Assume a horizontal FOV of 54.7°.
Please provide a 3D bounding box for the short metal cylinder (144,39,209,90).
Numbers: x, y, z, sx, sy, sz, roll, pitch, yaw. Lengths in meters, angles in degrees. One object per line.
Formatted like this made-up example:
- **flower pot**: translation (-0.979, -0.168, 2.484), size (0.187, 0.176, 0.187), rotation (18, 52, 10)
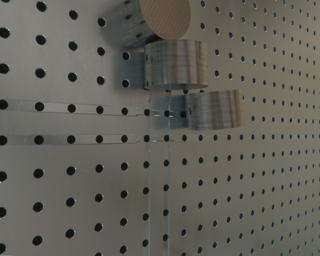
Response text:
- **short metal cylinder**: translation (0.020, -0.076, 0.390), size (0.081, 0.080, 0.050), rotation (-2, 92, -40)

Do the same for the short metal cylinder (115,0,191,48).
- **short metal cylinder**: translation (-0.008, -0.144, 0.385), size (0.081, 0.050, 0.079), rotation (0, 90, -40)

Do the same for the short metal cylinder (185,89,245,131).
- **short metal cylinder**: translation (0.077, -0.026, 0.437), size (0.081, 0.080, 0.050), rotation (-9, 96, -40)
